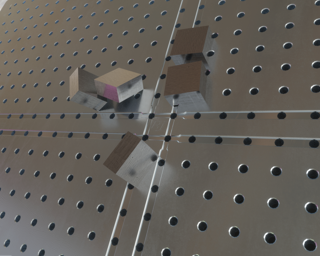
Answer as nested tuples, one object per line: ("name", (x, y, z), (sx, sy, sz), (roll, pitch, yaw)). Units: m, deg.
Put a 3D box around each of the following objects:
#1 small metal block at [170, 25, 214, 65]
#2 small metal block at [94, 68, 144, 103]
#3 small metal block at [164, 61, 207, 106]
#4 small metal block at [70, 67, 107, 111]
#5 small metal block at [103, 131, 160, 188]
("small metal block", (0.048, -0.121, 0.458), (0.050, 0.025, 0.050), (1, 62, 29))
("small metal block", (-0.062, -0.066, 0.468), (0.050, 0.025, 0.050), (22, 43, 36))
("small metal block", (0.036, -0.061, 0.428), (0.050, 0.025, 0.050), (-6, 59, 25))
("small metal block", (-0.112, -0.061, 0.486), (0.025, 0.050, 0.050), (-38, 47, 32))
("small metal block", (-0.034, 0.040, 0.387), (0.025, 0.050, 0.050), (29, 78, 37))
